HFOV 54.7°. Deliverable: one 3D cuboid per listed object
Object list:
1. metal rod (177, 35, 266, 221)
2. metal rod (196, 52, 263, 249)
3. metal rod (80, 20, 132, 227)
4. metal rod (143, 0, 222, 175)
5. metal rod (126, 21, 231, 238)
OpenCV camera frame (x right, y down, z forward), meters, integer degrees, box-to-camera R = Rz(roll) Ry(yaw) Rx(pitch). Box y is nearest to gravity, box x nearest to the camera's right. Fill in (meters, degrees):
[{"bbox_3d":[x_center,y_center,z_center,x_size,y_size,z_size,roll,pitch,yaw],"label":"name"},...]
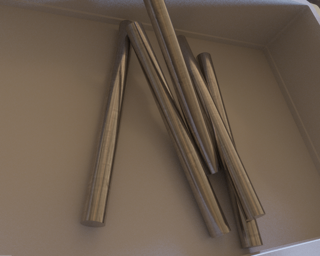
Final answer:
[{"bbox_3d":[0.072,-0.019,0.438,0.025,0.025,0.299,-1,57,-29],"label":"metal rod"},{"bbox_3d":[0.093,0.014,0.446,0.025,0.025,0.299,5,59,-26],"label":"metal rod"},{"bbox_3d":[-0.058,-0.029,0.391,0.025,0.025,0.300,17,55,-19],"label":"metal rod"},{"bbox_3d":[0.020,-0.083,0.391,0.025,0.025,0.298,-25,99,-37],"label":"metal rod"},{"bbox_3d":[0.018,-0.008,0.403,0.025,0.025,0.299,-13,73,-33],"label":"metal rod"}]
